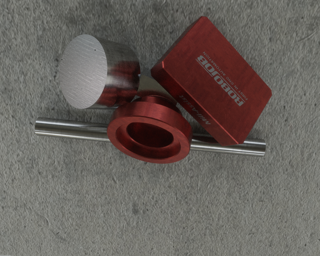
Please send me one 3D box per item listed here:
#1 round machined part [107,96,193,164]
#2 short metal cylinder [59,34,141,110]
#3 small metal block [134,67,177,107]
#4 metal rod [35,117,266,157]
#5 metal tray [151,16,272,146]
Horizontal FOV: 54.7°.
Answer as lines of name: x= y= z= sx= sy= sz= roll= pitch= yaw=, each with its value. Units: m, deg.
round machined part: x=-0.010 y=0.000 z=0.369 sx=0.098 sy=0.042 sz=0.098 roll=10 pitch=146 yaw=7
short metal cylinder: x=-0.069 y=-0.061 z=0.353 sx=0.080 sy=0.050 sz=0.079 roll=1 pitch=92 yaw=37
small metal block: x=-0.002 y=-0.049 z=0.378 sx=0.050 sy=0.050 sz=0.025 roll=22 pitch=109 yaw=-8
metal rod: x=-0.010 y=0.013 z=0.416 sx=0.302 sy=0.025 sz=0.025 roll=6 pitch=110 yaw=-3
metal tray: x=0.064 y=-0.052 z=0.362 sx=0.130 sy=0.030 sz=0.090 roll=43 pitch=66 yaw=-15
